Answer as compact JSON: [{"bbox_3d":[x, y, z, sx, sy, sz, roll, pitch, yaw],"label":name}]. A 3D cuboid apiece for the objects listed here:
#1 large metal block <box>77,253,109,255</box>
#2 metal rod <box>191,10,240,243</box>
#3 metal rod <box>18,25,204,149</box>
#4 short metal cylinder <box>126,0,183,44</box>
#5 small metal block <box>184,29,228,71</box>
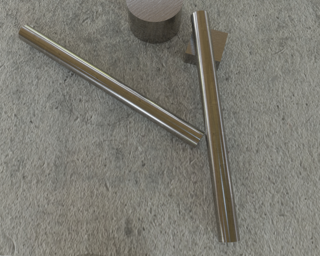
[{"bbox_3d":[-0.051,0.181,0.328,0.080,0.050,0.080,7,70,2],"label":"large metal block"},{"bbox_3d":[0.068,-0.013,0.397,0.025,0.025,0.299,-5,76,-2],"label":"metal rod"},{"bbox_3d":[-0.073,-0.062,0.429,0.301,0.025,0.025,32,73,10],"label":"metal rod"},{"bbox_3d":[-0.008,-0.173,0.458,0.081,0.050,0.080,0,70,0],"label":"short metal cylinder"},{"bbox_3d":[0.067,-0.117,0.452,0.050,0.025,0.050,16,71,5],"label":"small metal block"}]
